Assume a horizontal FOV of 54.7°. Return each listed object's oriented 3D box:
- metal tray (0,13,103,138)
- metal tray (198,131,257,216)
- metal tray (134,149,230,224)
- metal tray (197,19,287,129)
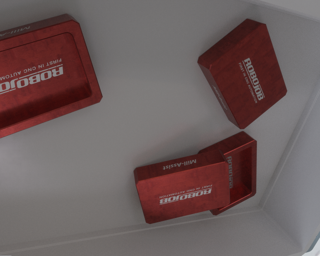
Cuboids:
[{"bbox_3d":[-0.132,-0.048,0.303,0.131,0.030,0.089,-22,127,-15],"label":"metal tray"},{"bbox_3d":[0.115,0.078,0.515,0.091,0.030,0.129,-23,127,-15],"label":"metal tray"},{"bbox_3d":[0.034,0.087,0.455,0.131,0.030,0.089,-12,124,-3],"label":"metal tray"},{"bbox_3d":[0.118,-0.069,0.426,0.090,0.030,0.130,-39,129,-2],"label":"metal tray"}]
